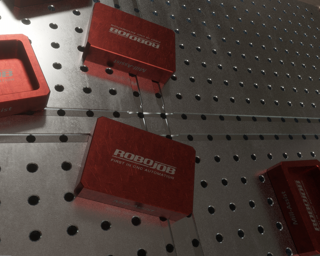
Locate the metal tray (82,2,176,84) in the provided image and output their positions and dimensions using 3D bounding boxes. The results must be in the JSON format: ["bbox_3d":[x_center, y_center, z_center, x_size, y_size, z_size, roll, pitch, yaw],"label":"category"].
[{"bbox_3d":[-0.042,-0.125,0.461,0.131,0.030,0.090,14,56,-21],"label":"metal tray"}]

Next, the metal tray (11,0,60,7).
[{"bbox_3d":[-0.171,-0.230,0.453,0.131,0.030,0.090,-31,79,-38],"label":"metal tray"}]

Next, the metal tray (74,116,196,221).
[{"bbox_3d":[-0.023,0.048,0.364,0.131,0.030,0.090,19,54,-17],"label":"metal tray"}]

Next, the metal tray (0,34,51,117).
[{"bbox_3d":[-0.198,-0.054,0.331,0.131,0.030,0.090,-15,70,-35],"label":"metal tray"}]

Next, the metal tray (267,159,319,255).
[{"bbox_3d":[0.222,0.113,0.458,0.091,0.030,0.130,1,61,-28],"label":"metal tray"}]
